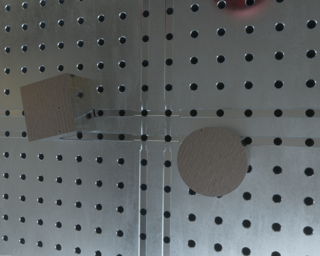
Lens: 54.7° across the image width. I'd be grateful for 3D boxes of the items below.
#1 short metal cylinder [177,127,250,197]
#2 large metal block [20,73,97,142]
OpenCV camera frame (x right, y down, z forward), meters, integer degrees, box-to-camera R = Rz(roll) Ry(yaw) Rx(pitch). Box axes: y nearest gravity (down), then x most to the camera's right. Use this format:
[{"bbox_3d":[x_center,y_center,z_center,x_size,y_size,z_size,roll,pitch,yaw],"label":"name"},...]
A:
[{"bbox_3d":[0.066,0.038,0.375,0.080,0.050,0.079,0,90,19],"label":"short metal cylinder"},{"bbox_3d":[-0.147,-0.027,0.449,0.080,0.050,0.080,-12,86,19],"label":"large metal block"}]
